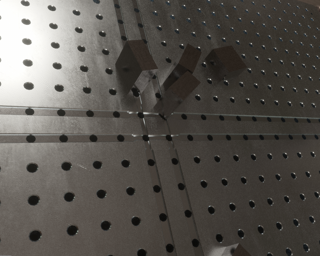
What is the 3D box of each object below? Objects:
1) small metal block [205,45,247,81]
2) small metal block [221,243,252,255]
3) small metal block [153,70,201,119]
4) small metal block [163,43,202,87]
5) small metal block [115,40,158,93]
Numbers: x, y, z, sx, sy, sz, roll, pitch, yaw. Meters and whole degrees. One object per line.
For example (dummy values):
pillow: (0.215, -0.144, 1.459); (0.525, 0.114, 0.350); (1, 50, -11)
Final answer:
small metal block: (0.116, -0.114, 0.543); (0.050, 0.025, 0.050); (-21, 73, -36)
small metal block: (0.090, 0.171, 0.354); (0.050, 0.025, 0.050); (46, 51, 3)
small metal block: (0.024, -0.046, 0.435); (0.025, 0.050, 0.050); (43, 51, 1)
small metal block: (0.034, -0.090, 0.467); (0.025, 0.050, 0.050); (31, 52, -9)
small metal block: (-0.033, -0.085, 0.427); (0.025, 0.050, 0.050); (-15, 70, -34)
